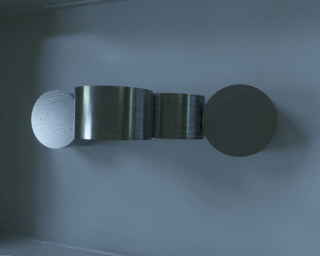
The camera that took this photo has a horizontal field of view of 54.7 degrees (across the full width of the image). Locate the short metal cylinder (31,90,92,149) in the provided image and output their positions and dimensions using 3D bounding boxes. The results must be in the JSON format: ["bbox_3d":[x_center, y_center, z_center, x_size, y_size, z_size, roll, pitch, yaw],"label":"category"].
[{"bbox_3d":[-0.133,-0.012,0.442,0.080,0.050,0.080,0,90,20],"label":"short metal cylinder"}]

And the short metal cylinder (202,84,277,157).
[{"bbox_3d":[0.094,-0.008,0.362,0.080,0.050,0.080,0,90,20],"label":"short metal cylinder"}]

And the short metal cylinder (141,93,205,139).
[{"bbox_3d":[0.014,-0.013,0.374,0.080,0.080,0.050,2,91,20],"label":"short metal cylinder"}]

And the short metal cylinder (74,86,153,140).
[{"bbox_3d":[-0.048,-0.014,0.323,0.080,0.080,0.050,2,91,20],"label":"short metal cylinder"}]

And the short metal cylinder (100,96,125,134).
[{"bbox_3d":[-0.062,-0.016,0.401,0.080,0.080,0.050,2,91,20],"label":"short metal cylinder"}]
